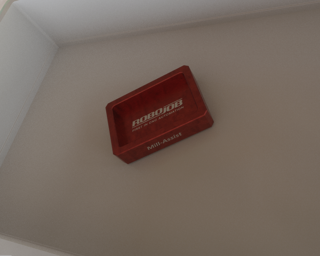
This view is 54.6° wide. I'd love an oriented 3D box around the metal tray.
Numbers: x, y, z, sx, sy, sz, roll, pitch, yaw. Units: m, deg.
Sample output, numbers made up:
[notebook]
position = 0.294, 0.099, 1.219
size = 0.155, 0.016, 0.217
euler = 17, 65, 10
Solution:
[metal tray]
position = -0.005, -0.018, 0.413
size = 0.130, 0.030, 0.090
euler = -25, 53, 12
